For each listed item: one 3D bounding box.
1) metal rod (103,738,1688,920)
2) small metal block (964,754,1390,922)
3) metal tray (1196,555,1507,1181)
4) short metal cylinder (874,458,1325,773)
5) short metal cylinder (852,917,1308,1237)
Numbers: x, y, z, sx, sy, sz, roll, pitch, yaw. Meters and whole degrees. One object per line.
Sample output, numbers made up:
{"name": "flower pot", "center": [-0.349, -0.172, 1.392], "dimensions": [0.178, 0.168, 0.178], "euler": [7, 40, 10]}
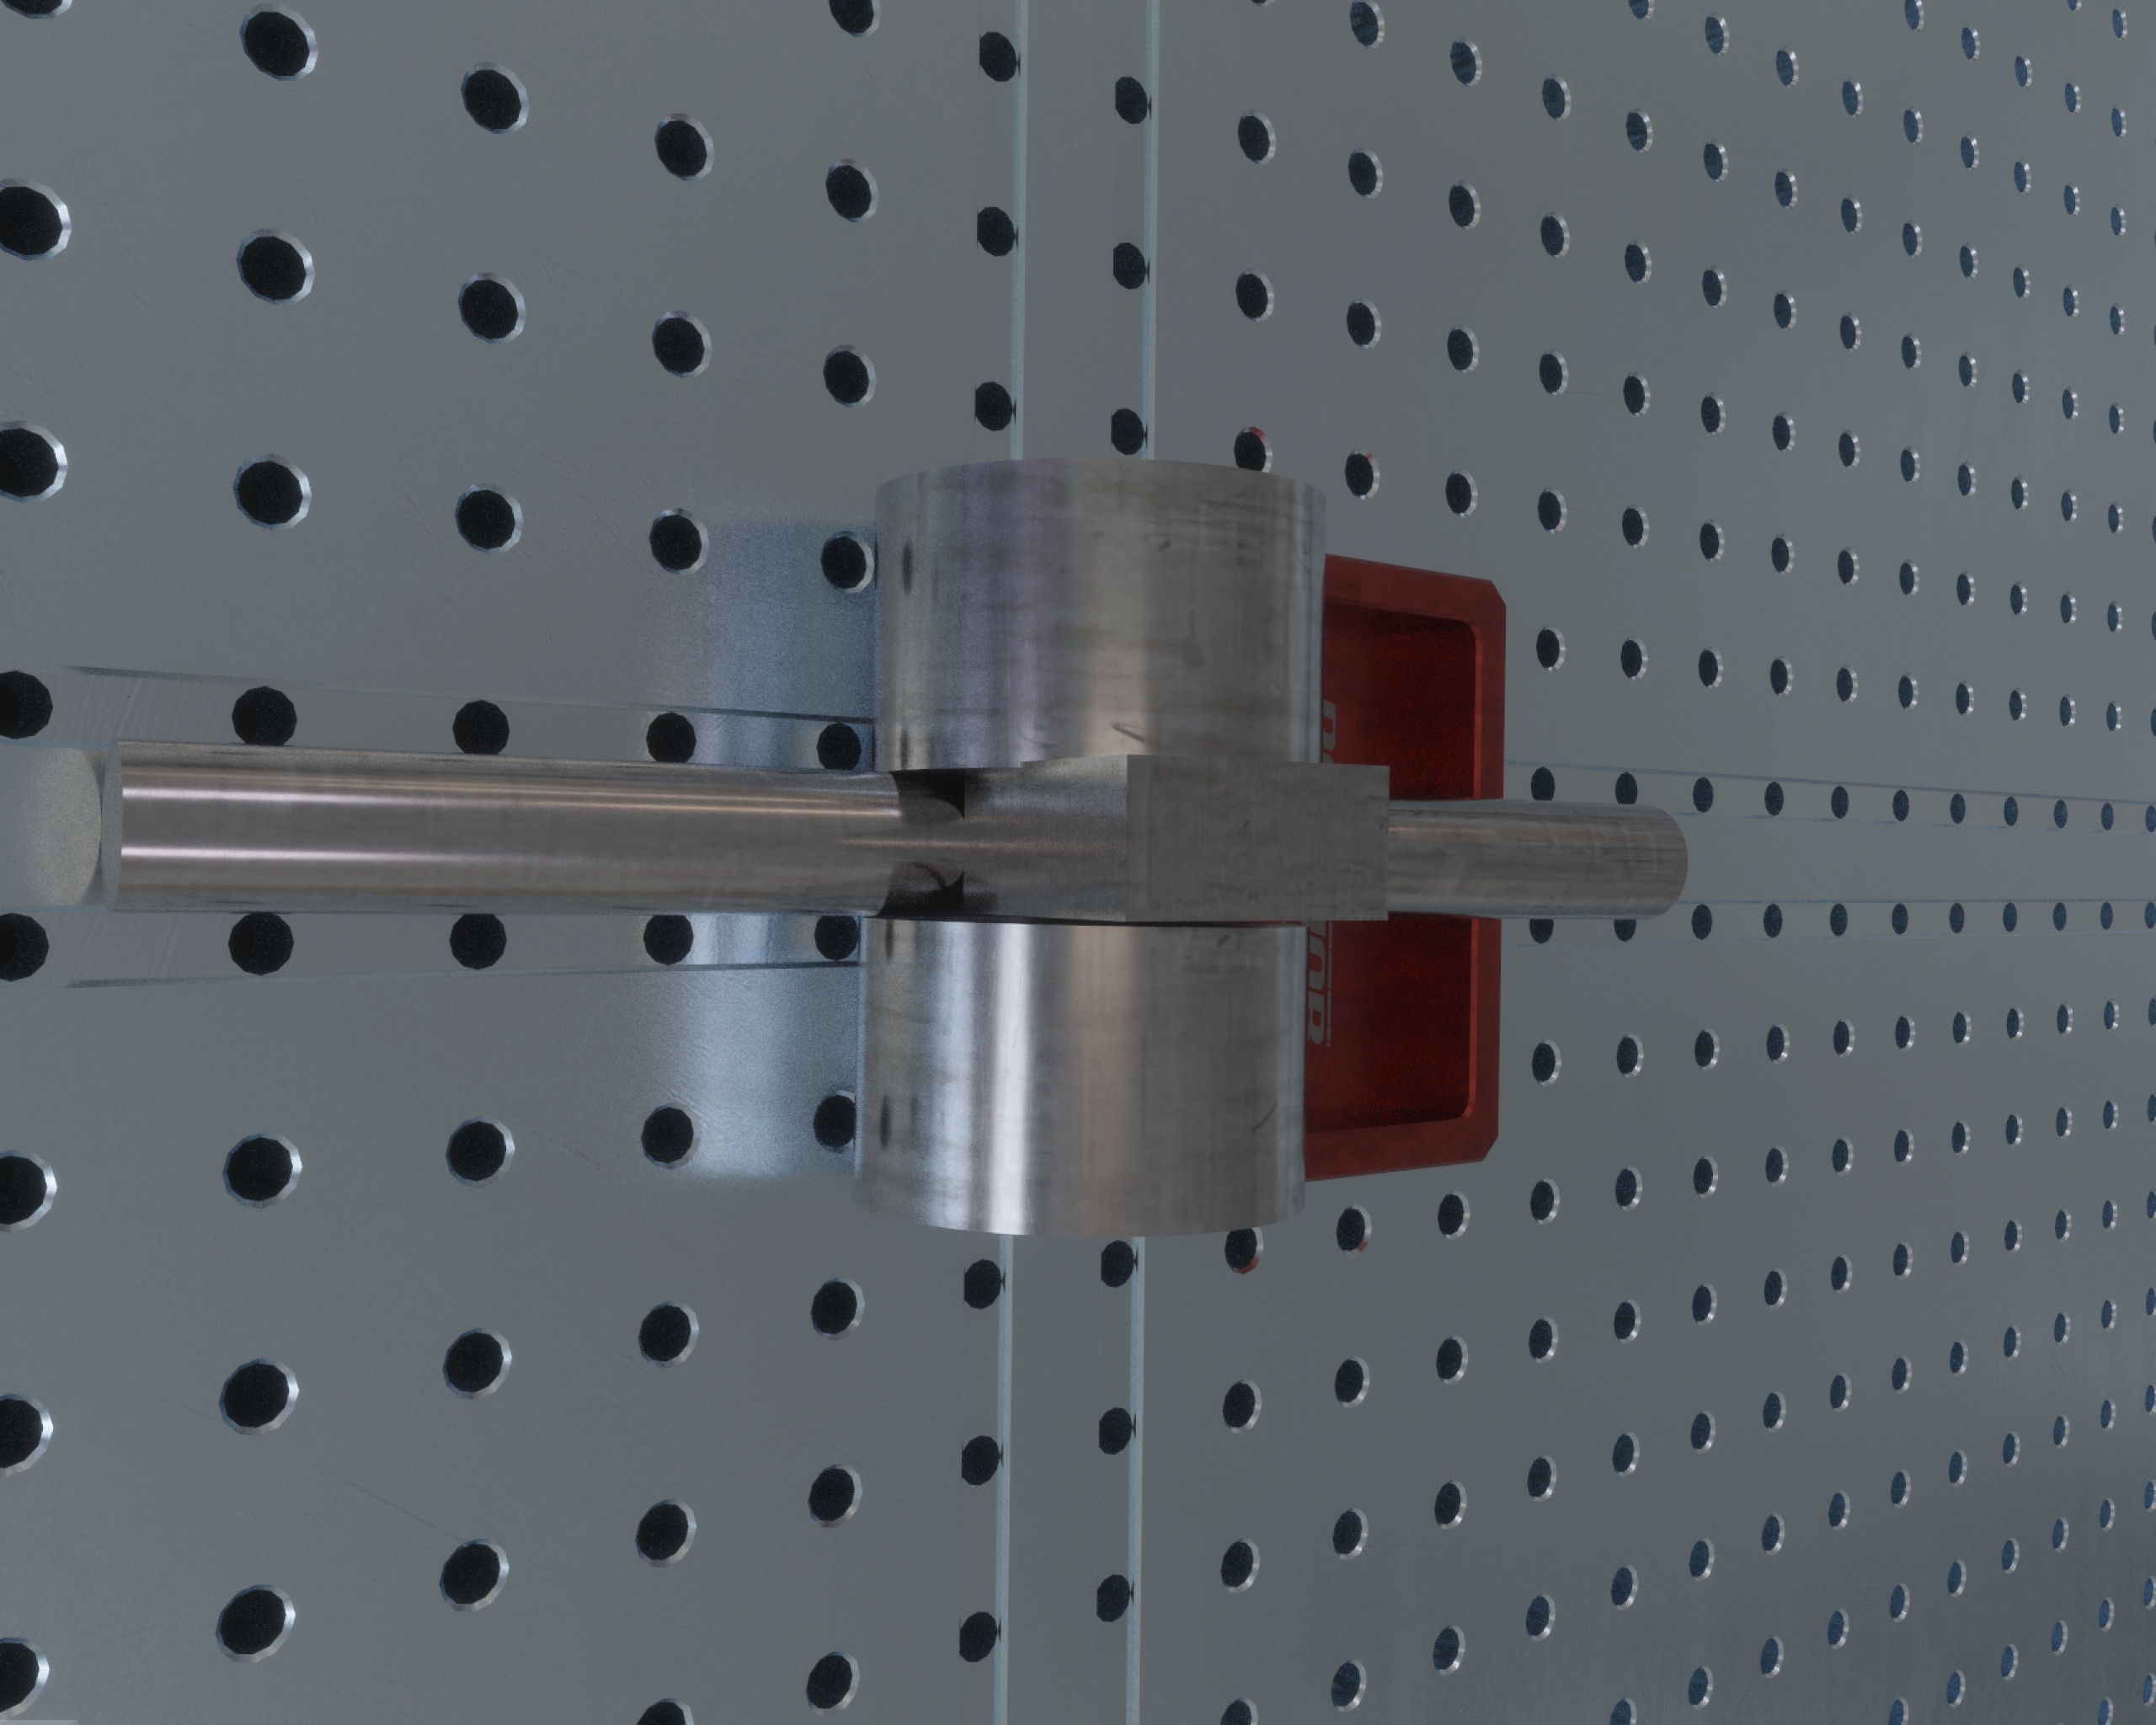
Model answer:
{"name": "metal rod", "center": [-0.007, -0.003, 0.373], "dimensions": [0.303, 0.025, 0.025], "euler": [1, 89, -31]}
{"name": "small metal block", "center": [0.015, -0.004, 0.344], "dimensions": [0.050, 0.050, 0.025], "euler": [1, 90, -32]}
{"name": "metal tray", "center": [0.051, 0.001, 0.448], "dimensions": [0.091, 0.030, 0.129], "euler": [1, 89, -40]}
{"name": "short metal cylinder", "center": [0.004, -0.040, 0.374], "dimensions": [0.081, 0.080, 0.050], "euler": [1, 90, -40]}
{"name": "short metal cylinder", "center": [0.001, 0.035, 0.373], "dimensions": [0.081, 0.080, 0.050], "euler": [2, 89, -40]}
